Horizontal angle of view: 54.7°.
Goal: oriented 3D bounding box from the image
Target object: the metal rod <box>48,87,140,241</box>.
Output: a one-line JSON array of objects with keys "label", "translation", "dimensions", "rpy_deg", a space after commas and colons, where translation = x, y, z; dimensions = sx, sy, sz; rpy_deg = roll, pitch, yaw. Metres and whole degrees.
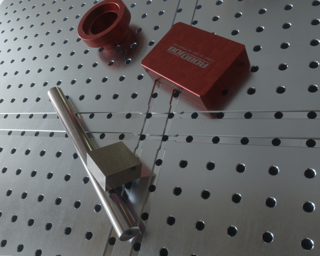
[{"label": "metal rod", "translation": [-0.108, 0.030, 0.444], "dimensions": [0.025, 0.025, 0.300], "rpy_deg": [-40, 51, 1]}]

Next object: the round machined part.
[{"label": "round machined part", "translation": [-0.095, -0.181, 0.556], "dimensions": [0.098, 0.042, 0.098], "rpy_deg": [-13, 56, 20]}]

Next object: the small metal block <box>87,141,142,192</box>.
[{"label": "small metal block", "translation": [-0.058, 0.047, 0.392], "dimensions": [0.050, 0.025, 0.050], "rpy_deg": [-18, 42, -32]}]

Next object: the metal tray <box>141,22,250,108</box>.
[{"label": "metal tray", "translation": [0.046, -0.093, 0.437], "dimensions": [0.090, 0.030, 0.130], "rpy_deg": [-49, 52, -7]}]
